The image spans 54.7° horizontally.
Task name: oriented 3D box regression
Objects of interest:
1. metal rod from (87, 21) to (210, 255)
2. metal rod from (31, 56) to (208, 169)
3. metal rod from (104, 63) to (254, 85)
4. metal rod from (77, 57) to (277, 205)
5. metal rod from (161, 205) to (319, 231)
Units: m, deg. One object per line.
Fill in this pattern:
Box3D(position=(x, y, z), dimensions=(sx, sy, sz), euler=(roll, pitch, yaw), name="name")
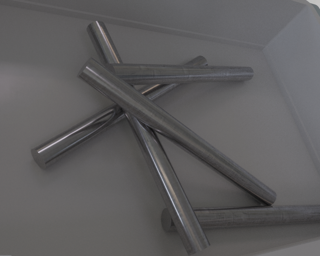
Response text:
Box3D(position=(-0.022, -0.003, 0.362), dimensions=(0.025, 0.025, 0.299), euler=(-14, 69, -34), name="metal rod")
Box3D(position=(-0.029, -0.037, 0.412), dimensions=(0.025, 0.025, 0.302), euler=(49, 51, 6), name="metal rod")
Box3D(position=(0.049, -0.077, 0.441), dimensions=(0.302, 0.025, 0.025), euler=(-10, 67, -45), name="metal rod")
Box3D(position=(0.038, 0.018, 0.366), dimensions=(0.301, 0.025, 0.025), euler=(35, 50, -24), name="metal rod")
Box3D(position=(0.143, 0.116, 0.411), dimensions=(0.302, 0.025, 0.025), euler=(6, 59, -25), name="metal rod")
